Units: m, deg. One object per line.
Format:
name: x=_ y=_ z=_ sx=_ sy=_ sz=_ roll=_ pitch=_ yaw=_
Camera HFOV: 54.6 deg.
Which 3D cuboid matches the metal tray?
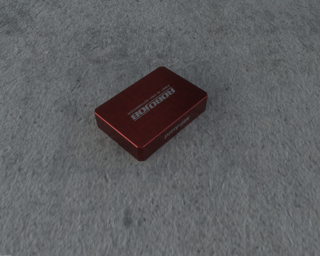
metal tray: x=-0.010 y=-0.025 z=0.421 sx=0.090 sy=0.030 sz=0.131 roll=37 pitch=59 yaw=26
